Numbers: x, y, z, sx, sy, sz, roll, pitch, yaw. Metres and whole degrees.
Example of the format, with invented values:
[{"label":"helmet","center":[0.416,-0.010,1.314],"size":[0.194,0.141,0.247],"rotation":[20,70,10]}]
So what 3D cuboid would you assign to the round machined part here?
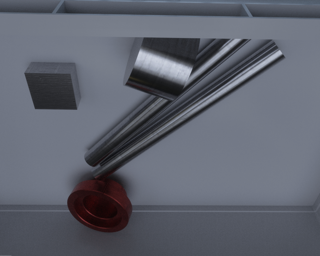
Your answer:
[{"label":"round machined part","center":[-0.090,0.116,0.486],"size":[0.098,0.042,0.097],"rotation":[7,127,10]}]

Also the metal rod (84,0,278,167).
[{"label":"metal rod","center":[0.006,-0.037,0.377],"size":[0.025,0.025,0.299],"rotation":[36,121,-27]}]

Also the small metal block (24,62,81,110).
[{"label":"small metal block","center":[-0.124,-0.049,0.365],"size":[0.050,0.025,0.050],"rotation":[1,130,-1]}]

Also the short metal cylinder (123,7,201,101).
[{"label":"short metal cylinder","center":[0.000,-0.073,0.311],"size":[0.050,0.080,0.079],"rotation":[17,128,-14]}]

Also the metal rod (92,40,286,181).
[{"label":"metal rod","center":[0.019,-0.009,0.401],"size":[0.299,0.025,0.025],"rotation":[-35,122,25]}]
